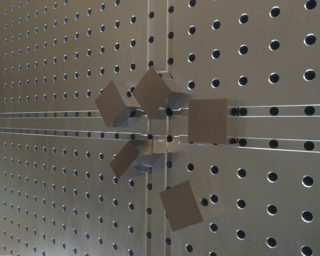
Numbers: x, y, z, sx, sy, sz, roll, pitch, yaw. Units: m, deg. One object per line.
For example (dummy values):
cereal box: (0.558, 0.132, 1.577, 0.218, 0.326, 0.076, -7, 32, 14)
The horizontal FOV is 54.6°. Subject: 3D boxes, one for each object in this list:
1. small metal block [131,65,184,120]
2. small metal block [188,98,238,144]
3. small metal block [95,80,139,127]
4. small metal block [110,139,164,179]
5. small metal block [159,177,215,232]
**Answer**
small metal block: (-0.004, -0.046, 0.414, 0.050, 0.025, 0.050, -50, 61, 28)
small metal block: (0.061, -0.008, 0.360, 0.050, 0.025, 0.050, 2, 91, 40)
small metal block: (-0.066, -0.036, 0.465, 0.050, 0.025, 0.050, -44, 64, 31)
small metal block: (-0.031, 0.042, 0.420, 0.050, 0.050, 0.025, -50, 61, 28)
small metal block: (0.032, 0.095, 0.384, 0.050, 0.025, 0.050, -32, 70, 35)
